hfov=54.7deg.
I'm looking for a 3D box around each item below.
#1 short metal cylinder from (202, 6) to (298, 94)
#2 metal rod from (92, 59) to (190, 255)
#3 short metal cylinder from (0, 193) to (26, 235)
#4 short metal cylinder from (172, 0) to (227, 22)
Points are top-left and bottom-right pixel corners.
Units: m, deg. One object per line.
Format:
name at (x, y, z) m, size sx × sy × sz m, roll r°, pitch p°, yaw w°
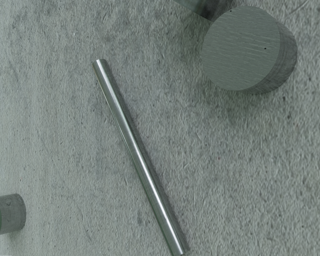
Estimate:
short metal cylinder at (0.090, -0.076, 0.314) m, size 0.080 × 0.050 × 0.080 m, roll 0°, pitch 90°, yaw 40°
metal rod at (-0.034, 0.028, 0.432) m, size 0.025 × 0.025 × 0.299 m, roll -39°, pitch 67°, yaw 33°
short metal cylinder at (-0.330, 0.184, 0.661) m, size 0.080 × 0.050 × 0.080 m, roll 0°, pitch 90°, yaw 40°
short metal cylinder at (0.038, -0.158, 0.338) m, size 0.080 × 0.081 × 0.050 m, roll 45°, pitch 117°, yaw 31°
